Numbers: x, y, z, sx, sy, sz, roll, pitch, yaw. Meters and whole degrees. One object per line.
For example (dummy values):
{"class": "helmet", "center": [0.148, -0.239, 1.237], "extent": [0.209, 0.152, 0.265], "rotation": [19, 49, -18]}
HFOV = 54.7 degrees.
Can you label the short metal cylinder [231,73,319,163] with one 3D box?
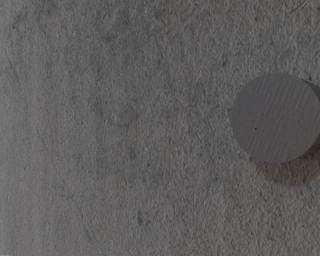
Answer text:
{"class": "short metal cylinder", "center": [0.116, -0.009, 0.293], "extent": [0.080, 0.050, 0.080], "rotation": [0, 90, 40]}
